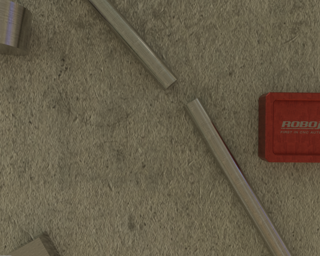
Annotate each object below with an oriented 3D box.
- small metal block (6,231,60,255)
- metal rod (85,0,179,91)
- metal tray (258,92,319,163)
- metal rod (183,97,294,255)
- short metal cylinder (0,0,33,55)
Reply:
[{"bbox_3d":[-0.164,0.174,0.408,0.050,0.025,0.050,-29,90,-1],"label":"small metal block"},{"bbox_3d":[-0.084,-0.170,0.408,0.025,0.025,0.300,-41,91,0],"label":"metal rod"},{"bbox_3d":[0.200,-0.001,0.410,0.131,0.030,0.089,0,90,-1],"label":"metal tray"},{"bbox_3d":[0.118,0.094,0.411,0.025,0.025,0.299,-31,90,0],"label":"metal rod"},{"bbox_3d":[-0.203,-0.123,0.380,0.081,0.080,0.050,6,90,-1],"label":"short metal cylinder"}]
